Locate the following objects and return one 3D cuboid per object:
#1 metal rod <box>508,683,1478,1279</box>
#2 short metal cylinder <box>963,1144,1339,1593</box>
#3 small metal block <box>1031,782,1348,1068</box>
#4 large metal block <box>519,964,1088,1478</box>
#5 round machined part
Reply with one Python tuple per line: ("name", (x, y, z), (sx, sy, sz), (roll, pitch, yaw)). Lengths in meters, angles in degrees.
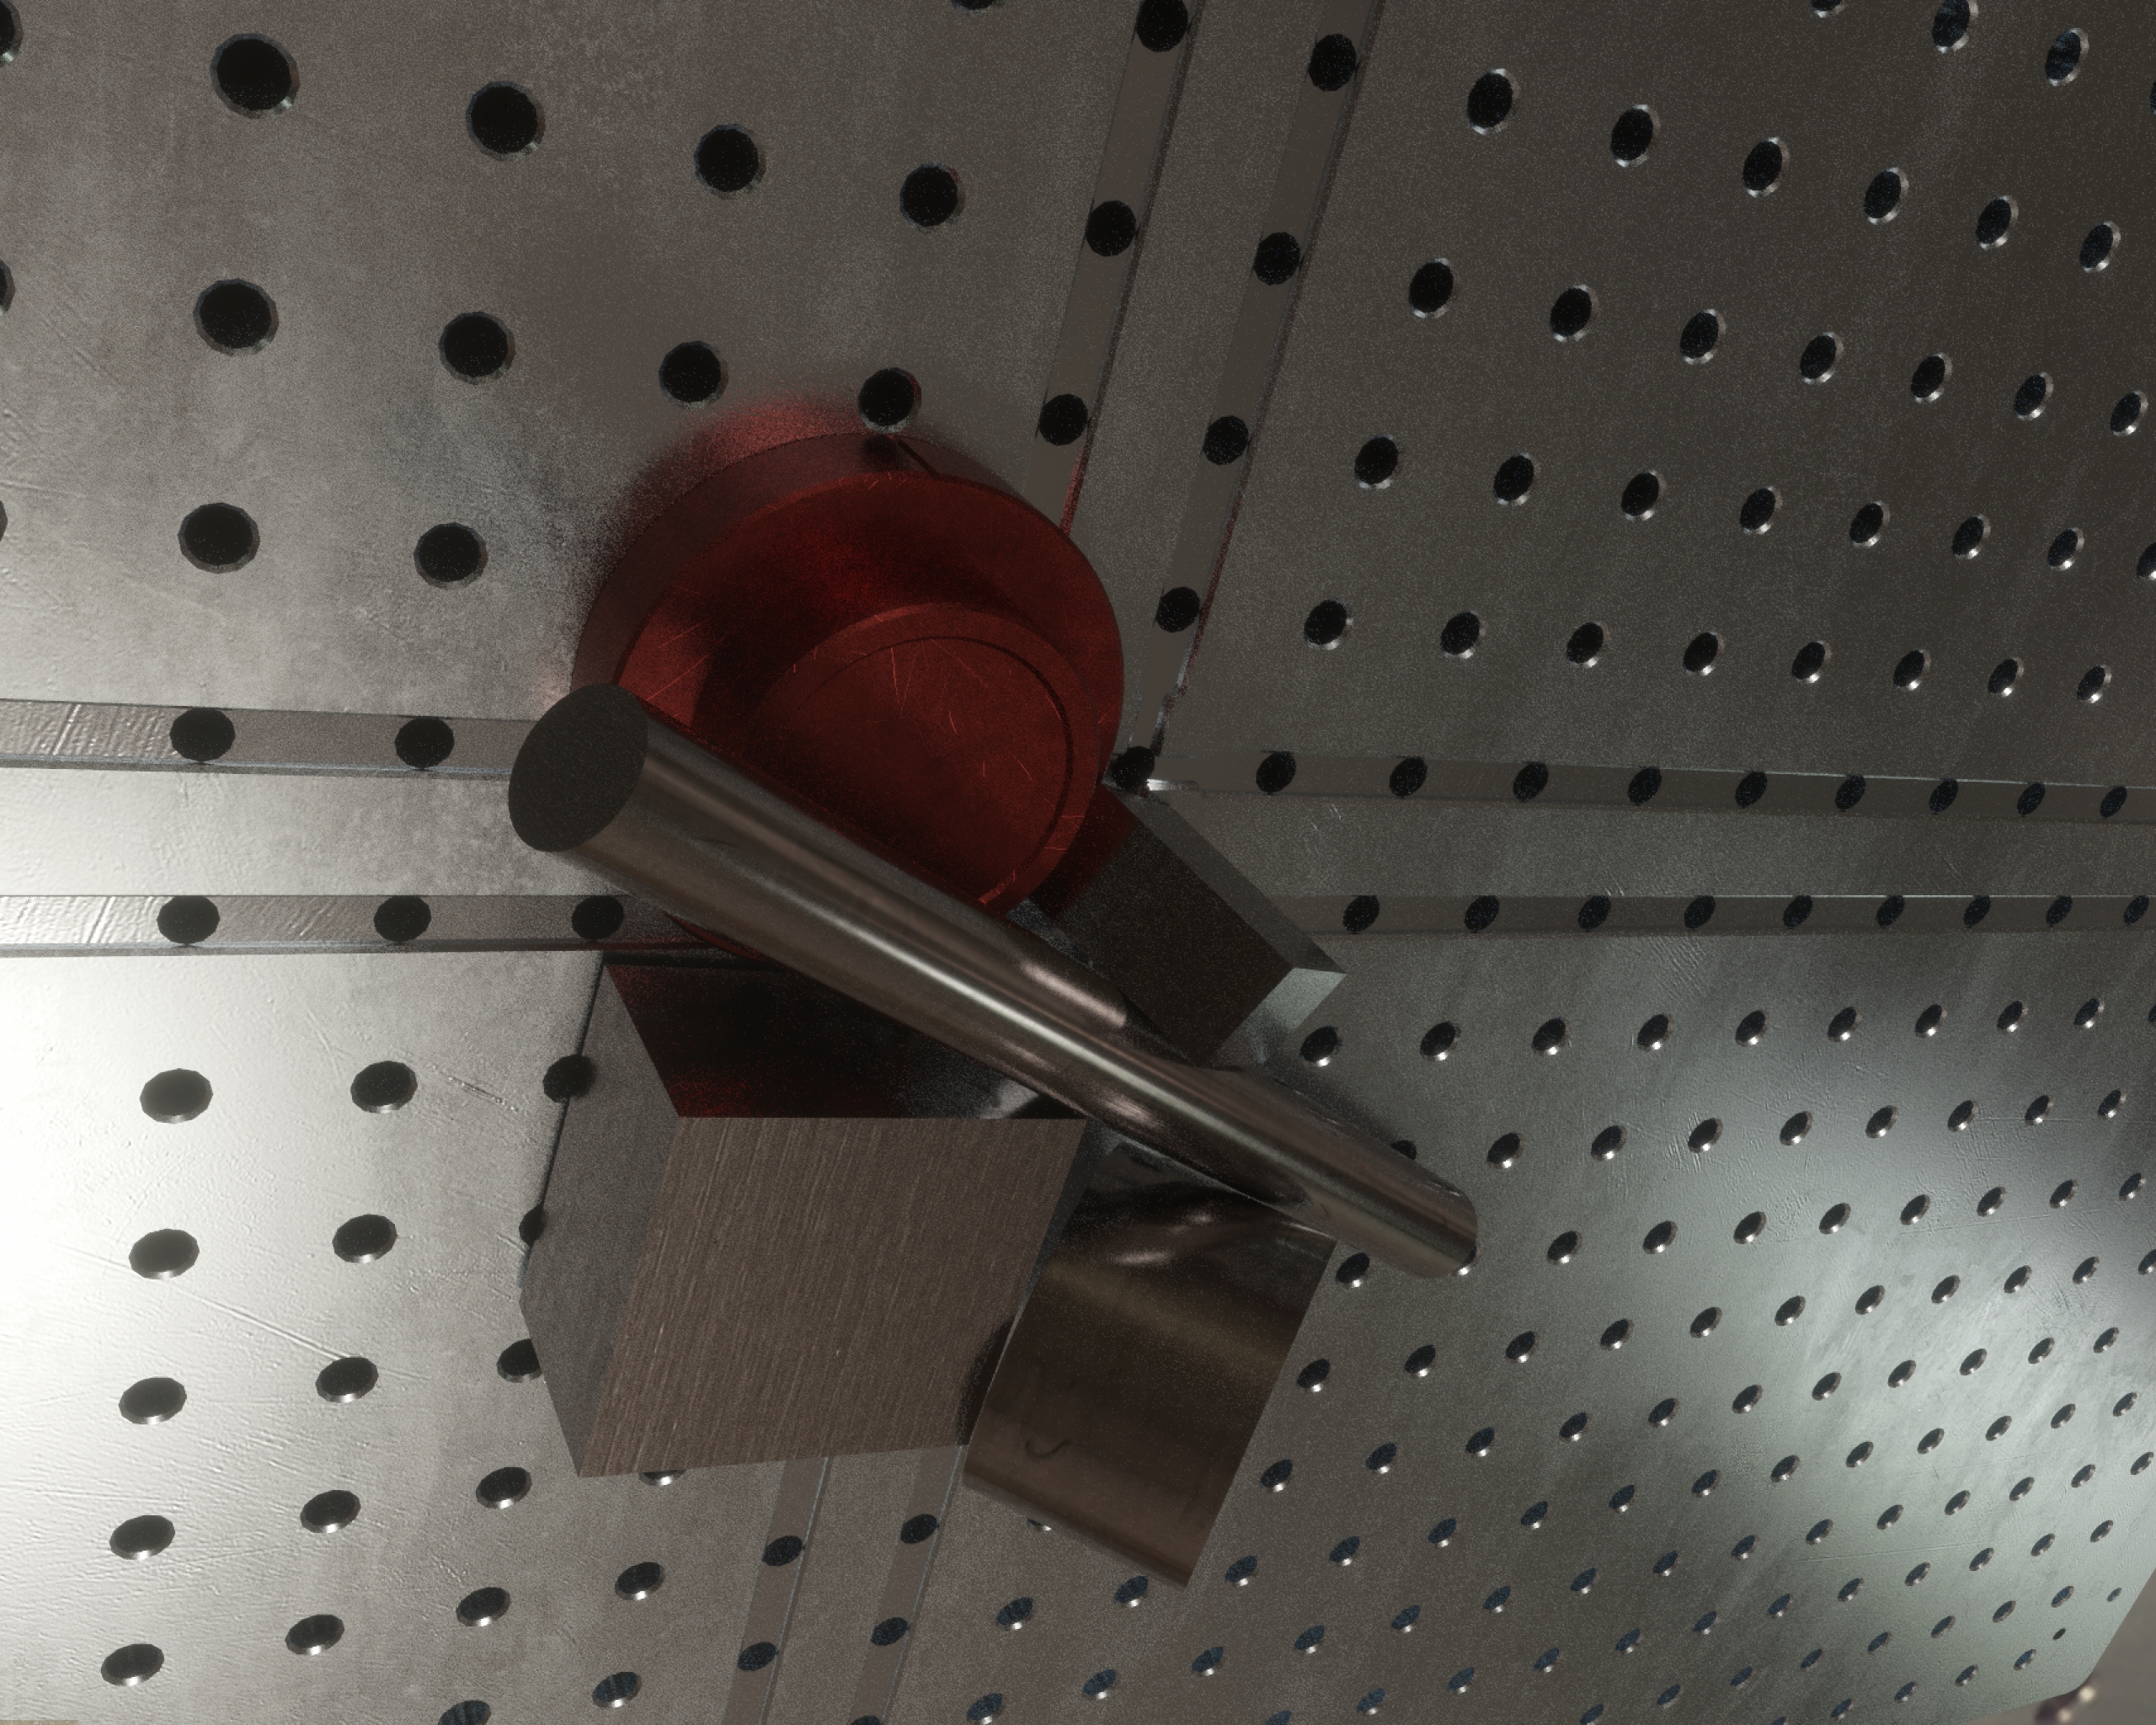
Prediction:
("metal rod", (0.010, 0.039, 0.400), (0.025, 0.025, 0.301), (-49, 142, 6))
("short metal cylinder", (0.016, 0.106, 0.444), (0.080, 0.050, 0.080), (22, 92, -79))
("small metal block", (0.021, 0.013, 0.404), (0.025, 0.050, 0.050), (-48, 164, 9))
("large metal block", (-0.055, 0.068, 0.405), (0.081, 0.050, 0.079), (5, 116, -31))
("round machined part", (-0.035, -0.022, 0.368), (0.099, 0.042, 0.097), (-14, 125, -21))
